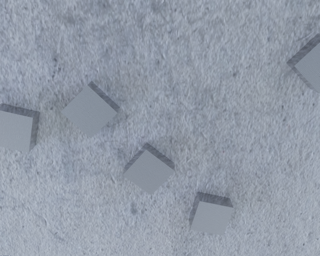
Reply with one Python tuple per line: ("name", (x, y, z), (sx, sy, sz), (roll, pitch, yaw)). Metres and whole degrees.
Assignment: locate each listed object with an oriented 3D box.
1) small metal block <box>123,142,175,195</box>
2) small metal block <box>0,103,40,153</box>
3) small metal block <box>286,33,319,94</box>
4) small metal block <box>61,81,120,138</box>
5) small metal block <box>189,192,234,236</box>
("small metal block", (-0.015, 0.057, 0.431), (0.050, 0.025, 0.050), (38, 105, -13))
("small metal block", (-0.190, 0.000, 0.407), (0.050, 0.025, 0.050), (13, 110, -5))
("small metal block", (0.197, -0.080, 0.383), (0.050, 0.025, 0.050), (41, 105, -14))
("small metal block", (-0.089, -0.024, 0.400), (0.050, 0.025, 0.050), (-42, 105, 13))
("small metal block", (0.074, 0.127, 0.458), (0.050, 0.025, 0.050), (12, 110, -5))
